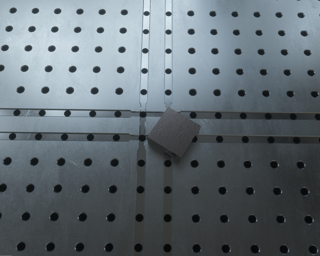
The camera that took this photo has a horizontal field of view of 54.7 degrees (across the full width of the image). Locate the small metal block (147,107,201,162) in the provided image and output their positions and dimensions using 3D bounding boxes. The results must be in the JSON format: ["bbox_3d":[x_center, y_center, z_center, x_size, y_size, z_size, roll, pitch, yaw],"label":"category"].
[{"bbox_3d":[0.018,0.008,0.409,0.050,0.025,0.050,31,73,10],"label":"small metal block"}]
